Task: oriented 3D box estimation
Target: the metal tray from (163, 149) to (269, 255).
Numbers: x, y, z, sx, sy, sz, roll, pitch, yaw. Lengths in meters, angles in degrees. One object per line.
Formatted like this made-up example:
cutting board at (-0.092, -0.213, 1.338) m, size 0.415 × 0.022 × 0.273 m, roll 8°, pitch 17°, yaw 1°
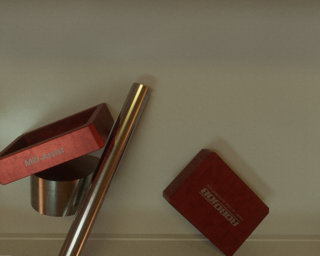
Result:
metal tray at (0.080, 0.104, 0.432) m, size 0.090 × 0.030 × 0.130 m, roll -47°, pitch 105°, yaw -7°

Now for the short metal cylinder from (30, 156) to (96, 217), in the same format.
short metal cylinder at (-0.127, 0.071, 0.406) m, size 0.081 × 0.080 × 0.050 m, roll 7°, pitch 110°, yaw -3°

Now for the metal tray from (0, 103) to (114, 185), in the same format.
metal tray at (-0.127, 0.016, 0.380) m, size 0.130 × 0.090 × 0.030 m, roll -20°, pitch 109°, yaw 7°

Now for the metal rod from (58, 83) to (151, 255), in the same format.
metal rod at (-0.080, 0.085, 0.376) m, size 0.025 × 0.025 × 0.299 m, roll 24°, pitch 83°, yaw -9°
